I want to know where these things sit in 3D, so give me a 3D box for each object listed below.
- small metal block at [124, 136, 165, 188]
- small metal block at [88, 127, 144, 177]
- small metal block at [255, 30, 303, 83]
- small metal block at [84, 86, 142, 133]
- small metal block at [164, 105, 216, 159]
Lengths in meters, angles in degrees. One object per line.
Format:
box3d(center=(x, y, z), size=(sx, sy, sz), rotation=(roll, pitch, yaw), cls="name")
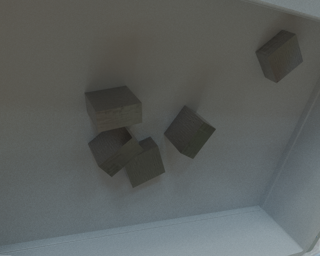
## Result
box3d(center=(-0.025, 0.047, 0.424), size=(0.050, 0.025, 0.050), rotation=(-25, 128, -13), cls="small metal block")
box3d(center=(-0.054, 0.023, 0.377), size=(0.050, 0.050, 0.025), rotation=(-40, 129, -1), cls="small metal block")
box3d(center=(0.169, -0.101, 0.438), size=(0.050, 0.025, 0.050), rotation=(-40, 129, -1), cls="small metal block")
box3d(center=(-0.053, -0.023, 0.349), size=(0.050, 0.050, 0.025), rotation=(-13, 124, -21), cls="small metal block")
box3d(center=(0.039, 0.005, 0.416), size=(0.025, 0.050, 0.050), rotation=(28, 103, -38), cls="small metal block")
